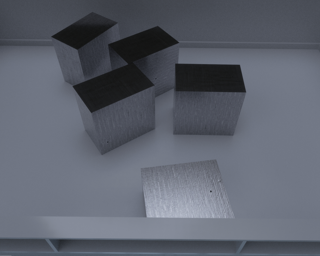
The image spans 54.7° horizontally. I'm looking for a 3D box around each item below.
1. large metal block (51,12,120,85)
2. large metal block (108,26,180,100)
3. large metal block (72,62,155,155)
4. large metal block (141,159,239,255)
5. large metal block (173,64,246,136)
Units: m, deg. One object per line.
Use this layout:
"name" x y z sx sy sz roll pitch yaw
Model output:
"large metal block" -0.104 -0.112 0.462 0.050 0.080 0.080 29 56 22
"large metal block" -0.022 -0.087 0.441 0.081 0.080 0.050 -28 56 -23
"large metal block" -0.054 -0.024 0.388 0.081 0.080 0.050 -27 55 -21
"large metal block" 0.025 0.084 0.319 0.081 0.050 0.080 -6 50 -6
"large metal block" 0.059 -0.035 0.400 0.081 0.080 0.050 1 50 0
